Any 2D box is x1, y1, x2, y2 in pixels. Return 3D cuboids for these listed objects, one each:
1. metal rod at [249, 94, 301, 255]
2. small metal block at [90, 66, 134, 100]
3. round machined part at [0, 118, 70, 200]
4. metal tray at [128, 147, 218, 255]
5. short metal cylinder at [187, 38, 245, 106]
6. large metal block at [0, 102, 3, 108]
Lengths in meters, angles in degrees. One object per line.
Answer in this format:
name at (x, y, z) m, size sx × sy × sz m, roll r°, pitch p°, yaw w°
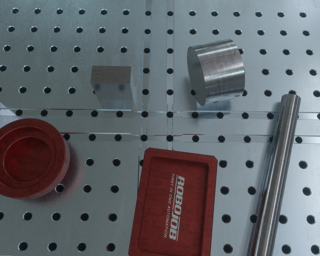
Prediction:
metal rod at (0.135, 0.093, 0.378) m, size 0.025 × 0.025 × 0.299 m, roll 17°, pitch 71°, yaw 6°
small metal block at (-0.063, -0.060, 0.420) m, size 0.050 × 0.050 × 0.025 m, roll 1°, pitch 70°, yaw 0°
round machined part at (-0.162, 0.041, 0.387) m, size 0.099 × 0.042 × 0.098 m, roll 0°, pitch 70°, yaw 0°
metal tray at (0.018, 0.094, 0.374) m, size 0.091 × 0.030 × 0.130 m, roll 8°, pitch 70°, yaw 2°
short metal cylinder at (0.072, -0.073, 0.410) m, size 0.050 × 0.080 × 0.080 m, roll -14°, pitch 71°, yaw -5°
large metal block at (-0.268, -0.048, 0.398) m, size 0.080 × 0.080 × 0.050 m, roll 32°, pitch 73°, yaw 11°
